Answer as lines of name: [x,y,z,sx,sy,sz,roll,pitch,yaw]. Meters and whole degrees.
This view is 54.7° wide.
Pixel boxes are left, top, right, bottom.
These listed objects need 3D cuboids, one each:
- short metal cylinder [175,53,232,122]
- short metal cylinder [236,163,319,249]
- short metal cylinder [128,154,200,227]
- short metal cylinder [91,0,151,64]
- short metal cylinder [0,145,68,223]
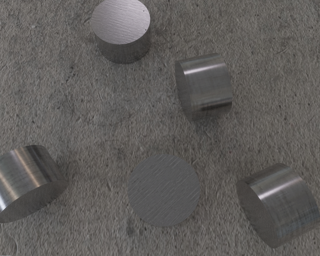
short metal cylinder: [0.054,-0.052,0.398,0.050,0.080,0.080,-13,71,-5]
short metal cylinder: [0.129,0.086,0.348,0.050,0.080,0.080,-23,72,-8]
short metal cylinder: [0.004,0.076,0.367,0.081,0.050,0.080,0,70,0]
short metal cylinder: [-0.054,-0.139,0.445,0.081,0.050,0.080,0,70,0]
short metal cylinder: [-0.155,0.064,0.354,0.080,0.080,0.050,-34,74,-11]
